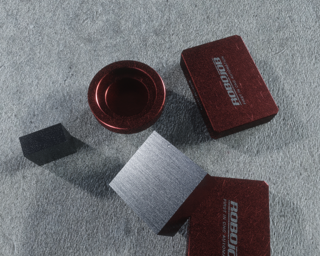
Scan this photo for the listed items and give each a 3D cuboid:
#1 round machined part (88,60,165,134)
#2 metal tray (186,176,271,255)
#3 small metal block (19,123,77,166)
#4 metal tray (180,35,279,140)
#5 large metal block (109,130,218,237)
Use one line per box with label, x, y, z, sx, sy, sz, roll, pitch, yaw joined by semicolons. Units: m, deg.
round machined part;-0.042;-0.037;0.412;0.099;0.042;0.098;0;70;-1
metal tray;0.078;0.125;0.361;0.091;0.030;0.130;5;70;1
small metal block;-0.137;0.022;0.385;0.050;0.050;0.025;-21;72;-8
metal tray;0.092;-0.059;0.428;0.091;0.030;0.130;-18;71;-7
large metal block;0.004;0.063;0.352;0.080;0.050;0.080;38;87;30
